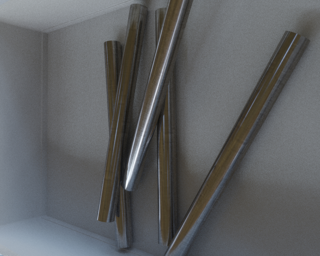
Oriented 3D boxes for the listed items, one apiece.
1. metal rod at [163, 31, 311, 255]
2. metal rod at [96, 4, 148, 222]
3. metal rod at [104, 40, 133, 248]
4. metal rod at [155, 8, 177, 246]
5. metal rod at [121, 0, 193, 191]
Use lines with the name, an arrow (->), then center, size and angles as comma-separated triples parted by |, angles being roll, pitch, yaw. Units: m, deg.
metal rod -> 0.072, 0.041, 0.340 | 0.025, 0.025, 0.298 | 37, 110, 34
metal rod -> -0.052, -0.021, 0.430 | 0.025, 0.025, 0.298 | 9, 90, 39
metal rod -> -0.062, 0.021, 0.457 | 0.025, 0.025, 0.298 | -7, 86, 40
metal rod -> 0.008, -0.002, 0.399 | 0.025, 0.025, 0.298 | -1, 89, 40
metal rod -> -0.005, -0.046, 0.369 | 0.025, 0.025, 0.298 | 37, 123, 34
